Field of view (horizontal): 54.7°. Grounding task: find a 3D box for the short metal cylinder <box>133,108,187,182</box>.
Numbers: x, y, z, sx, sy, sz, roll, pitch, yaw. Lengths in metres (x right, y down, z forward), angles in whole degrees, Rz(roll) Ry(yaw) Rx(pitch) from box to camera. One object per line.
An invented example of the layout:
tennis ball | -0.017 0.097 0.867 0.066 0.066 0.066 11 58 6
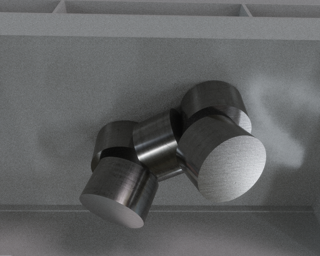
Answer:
short metal cylinder | 0.009 0.022 0.389 0.050 0.080 0.080 -23 127 18

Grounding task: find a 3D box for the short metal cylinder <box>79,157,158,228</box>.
short metal cylinder | -0.048 0.078 0.372 0.080 0.050 0.080 15 145 12

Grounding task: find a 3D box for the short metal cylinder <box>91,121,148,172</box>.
short metal cylinder | -0.049 0.037 0.421 0.081 0.050 0.079 0 130 0

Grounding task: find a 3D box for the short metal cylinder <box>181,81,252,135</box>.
short metal cylinder | 0.067 -0.011 0.382 0.081 0.050 0.079 0 130 0

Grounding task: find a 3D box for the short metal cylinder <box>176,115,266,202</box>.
short metal cylinder | 0.065 0.032 0.333 0.081 0.050 0.079 -11 120 -19
